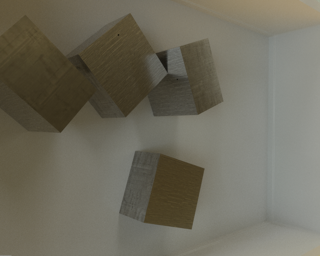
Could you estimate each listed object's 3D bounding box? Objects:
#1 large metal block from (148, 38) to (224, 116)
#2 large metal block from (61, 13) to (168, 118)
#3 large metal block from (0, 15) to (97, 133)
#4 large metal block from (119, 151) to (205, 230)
[{"bbox_3d":[0.025,-0.061,0.393,0.050,0.080,0.080,-27,108,-37],"label":"large metal block"},{"bbox_3d":[-0.050,-0.068,0.350,0.080,0.050,0.080,-50,120,-28],"label":"large metal block"},{"bbox_3d":[-0.117,-0.041,0.273,0.080,0.080,0.050,49,61,-30],"label":"large metal block"},{"bbox_3d":[0.004,0.079,0.396,0.080,0.050,0.080,23,76,-38],"label":"large metal block"}]
